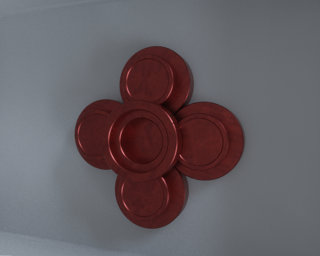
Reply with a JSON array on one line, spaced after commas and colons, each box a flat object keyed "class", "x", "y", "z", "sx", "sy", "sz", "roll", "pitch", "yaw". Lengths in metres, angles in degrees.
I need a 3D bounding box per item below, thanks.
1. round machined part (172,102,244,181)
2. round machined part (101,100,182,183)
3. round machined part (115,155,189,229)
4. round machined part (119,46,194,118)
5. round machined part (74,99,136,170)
[{"class": "round machined part", "x": 0.052, "y": 0.016, "z": 0.381, "sx": 0.098, "sy": 0.042, "sz": 0.097, "roll": 0, "pitch": 90, "yaw": 20}, {"class": "round machined part", "x": -0.019, "y": 0.015, "z": 0.384, "sx": 0.098, "sy": 0.042, "sz": 0.097, "roll": 0, "pitch": 90, "yaw": 20}, {"class": "round machined part", "x": -0.015, "y": 0.083, "z": 0.405, "sx": 0.098, "sy": 0.042, "sz": 0.097, "roll": -1, "pitch": 88, "yaw": 18}, {"class": "round machined part", "x": -0.009, "y": -0.058, "z": 0.401, "sx": 0.098, "sy": 0.042, "sz": 0.097, "roll": 0, "pitch": 90, "yaw": 20}, {"class": "round machined part", "x": -0.077, "y": 0.009, "z": 0.426, "sx": 0.098, "sy": 0.042, "sz": 0.097, "roll": 0, "pitch": 90, "yaw": 20}]
